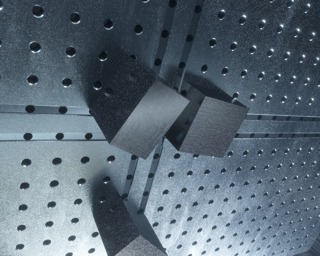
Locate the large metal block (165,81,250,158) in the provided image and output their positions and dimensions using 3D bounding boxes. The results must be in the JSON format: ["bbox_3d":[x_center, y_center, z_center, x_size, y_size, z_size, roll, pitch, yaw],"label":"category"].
[{"bbox_3d":[0.061,-0.010,0.425,0.081,0.050,0.079,11,113,-34],"label":"large metal block"}]

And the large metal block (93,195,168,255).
[{"bbox_3d":[-0.043,0.158,0.451,0.050,0.080,0.080,-39,130,-2],"label":"large metal block"}]

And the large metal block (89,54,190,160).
[{"bbox_3d":[-0.026,-0.025,0.347,0.050,0.080,0.080,29,102,-38],"label":"large metal block"}]
